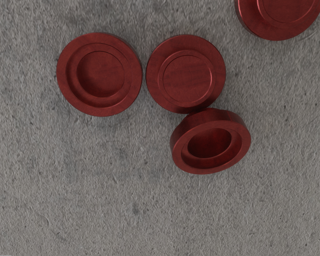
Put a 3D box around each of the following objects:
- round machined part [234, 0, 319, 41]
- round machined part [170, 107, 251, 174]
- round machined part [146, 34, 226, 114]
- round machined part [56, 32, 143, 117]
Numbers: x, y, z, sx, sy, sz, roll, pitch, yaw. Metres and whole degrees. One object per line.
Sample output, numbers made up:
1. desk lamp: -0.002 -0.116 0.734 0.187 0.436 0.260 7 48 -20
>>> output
1. round machined part: 0.137 -0.148 0.347 0.099 0.042 0.097 0 110 0
2. round machined part: 0.061 0.013 0.393 0.099 0.042 0.097 -6 135 -6
3. round machined part: 0.032 -0.063 0.378 0.099 0.042 0.097 0 110 0
4. round machined part: -0.070 -0.066 0.376 0.099 0.042 0.097 0 110 0
